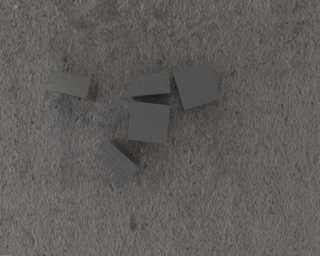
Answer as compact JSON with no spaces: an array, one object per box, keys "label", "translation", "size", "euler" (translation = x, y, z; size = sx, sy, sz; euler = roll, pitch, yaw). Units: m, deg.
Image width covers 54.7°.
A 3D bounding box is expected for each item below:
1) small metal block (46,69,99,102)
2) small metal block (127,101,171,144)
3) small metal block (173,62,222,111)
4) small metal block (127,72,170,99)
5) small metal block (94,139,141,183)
[{"label":"small metal block","translation":[-0.110,-0.053,0.396],"size":[0.050,0.050,0.025],"euler":[13,90,0]},{"label":"small metal block","translation":[-0.014,-0.007,0.410],"size":[0.050,0.025,0.050],"euler":[6,90,0]},{"label":"small metal block","translation":[0.048,-0.054,0.410],"size":[0.050,0.025,0.050],"euler":[-17,90,0]},{"label":"small metal block","translation":[-0.014,-0.053,0.397],"size":[0.050,0.050,0.025],"euler":[-5,90,0]},{"label":"small metal block","translation":[-0.052,0.040,0.397],"size":[0.050,0.050,0.025],"euler":[42,90,0]}]
